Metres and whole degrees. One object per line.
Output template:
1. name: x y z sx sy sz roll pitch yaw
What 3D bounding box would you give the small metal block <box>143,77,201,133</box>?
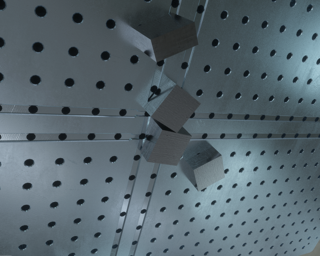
1. small metal block: 0.016 -0.029 0.401 0.050 0.025 0.050 32 100 -38

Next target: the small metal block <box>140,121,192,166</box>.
1. small metal block: 0.008 0.022 0.429 0.050 0.025 0.050 12 112 -34

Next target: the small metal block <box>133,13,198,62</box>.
1. small metal block: 0.005 -0.099 0.336 0.050 0.050 0.025 -26 128 -13

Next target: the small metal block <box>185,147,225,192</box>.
1. small metal block: 0.072 0.065 0.490 0.050 0.025 0.050 -25 128 -13
